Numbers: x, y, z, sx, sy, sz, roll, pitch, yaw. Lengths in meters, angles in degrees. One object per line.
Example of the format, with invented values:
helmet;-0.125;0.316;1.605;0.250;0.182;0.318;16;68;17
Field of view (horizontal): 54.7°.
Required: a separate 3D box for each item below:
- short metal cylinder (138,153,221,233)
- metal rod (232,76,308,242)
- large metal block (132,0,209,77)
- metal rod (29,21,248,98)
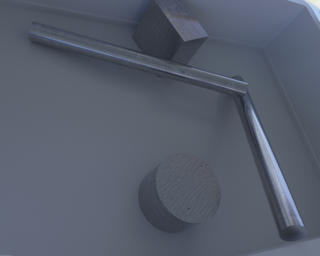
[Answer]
short metal cylinder;0.022;0.075;0.357;0.081;0.050;0.080;14;56;-21
metal rod;0.126;0.009;0.406;0.025;0.025;0.300;24;33;-14
large metal block;0.013;-0.136;0.462;0.050;0.080;0.080;-23;75;-37
metal rod;-0.020;-0.090;0.427;0.302;0.025;0.025;13;56;-13
